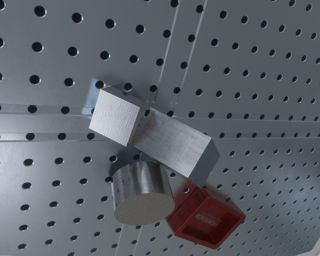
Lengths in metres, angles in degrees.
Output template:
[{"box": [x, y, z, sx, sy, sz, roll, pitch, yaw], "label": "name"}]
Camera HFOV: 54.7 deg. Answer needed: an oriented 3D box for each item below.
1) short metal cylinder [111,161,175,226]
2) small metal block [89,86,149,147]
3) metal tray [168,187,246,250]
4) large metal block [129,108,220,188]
[{"box": [-0.024, 0.090, 0.423, 0.081, 0.050, 0.080, -8, 136, -8], "label": "short metal cylinder"}, {"box": [-0.048, -0.014, 0.358, 0.050, 0.050, 0.025, -69, 168, 21], "label": "small metal block"}, {"box": [0.087, 0.165, 0.557, 0.130, 0.030, 0.090, 34, 99, -39], "label": "metal tray"}, {"box": [0.022, 0.027, 0.381, 0.050, 0.080, 0.080, -58, 155, -8], "label": "large metal block"}]
